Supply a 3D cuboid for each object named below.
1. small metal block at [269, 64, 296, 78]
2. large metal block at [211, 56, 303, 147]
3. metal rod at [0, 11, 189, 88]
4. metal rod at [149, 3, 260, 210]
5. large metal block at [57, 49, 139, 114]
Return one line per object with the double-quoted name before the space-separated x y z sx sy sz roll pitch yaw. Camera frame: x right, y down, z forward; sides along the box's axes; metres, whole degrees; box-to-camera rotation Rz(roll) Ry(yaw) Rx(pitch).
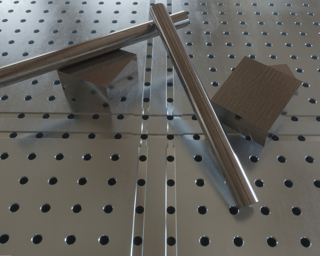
"small metal block" 0.173 -0.069 0.466 0.050 0.025 0.050 -7 50 -6
"large metal block" 0.124 -0.035 0.407 0.080 0.050 0.080 33 76 24
"metal rod" -0.091 -0.114 0.437 0.302 0.025 0.025 -24 54 -20
"metal rod" 0.047 -0.044 0.395 0.025 0.025 0.299 -16 67 -13
"large metal block" -0.088 -0.077 0.455 0.080 0.050 0.080 21 53 16
